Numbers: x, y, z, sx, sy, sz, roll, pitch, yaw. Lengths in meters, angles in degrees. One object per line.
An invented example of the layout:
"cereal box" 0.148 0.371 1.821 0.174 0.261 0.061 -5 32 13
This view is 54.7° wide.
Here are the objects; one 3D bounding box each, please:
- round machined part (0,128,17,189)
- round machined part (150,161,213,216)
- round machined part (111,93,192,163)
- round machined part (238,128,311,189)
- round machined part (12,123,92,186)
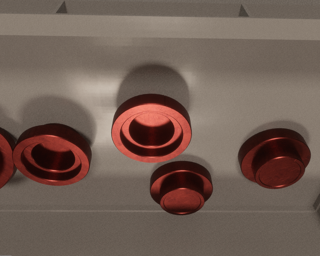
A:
"round machined part" -0.240 0.042 0.399 0.099 0.042 0.097 -1 96 -9
"round machined part" 0.034 0.100 0.484 0.099 0.042 0.097 -1 130 0
"round machined part" -0.010 -0.004 0.394 0.099 0.042 0.097 -1 130 0
"round machined part" 0.165 0.050 0.444 0.099 0.042 0.097 -1 130 0
"round machined part" -0.143 0.032 0.422 0.099 0.042 0.097 -1 131 -1
